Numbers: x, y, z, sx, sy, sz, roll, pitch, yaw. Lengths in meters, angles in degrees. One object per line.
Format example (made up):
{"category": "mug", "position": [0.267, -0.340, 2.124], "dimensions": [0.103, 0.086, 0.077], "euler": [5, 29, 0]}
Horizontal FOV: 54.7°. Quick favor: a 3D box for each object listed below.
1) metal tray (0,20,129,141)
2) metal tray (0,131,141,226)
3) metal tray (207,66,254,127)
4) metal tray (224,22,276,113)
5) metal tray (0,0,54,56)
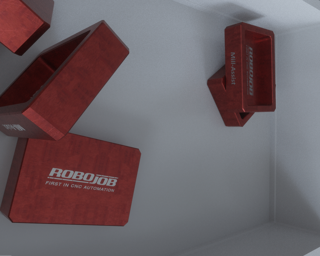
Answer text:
{"category": "metal tray", "position": [-0.093, -0.035, 0.260], "dimensions": [0.030, 0.130, 0.090], "euler": [47, 62, -30]}
{"category": "metal tray", "position": [-0.087, 0.054, 0.330], "dimensions": [0.131, 0.030, 0.090], "euler": [17, 79, -39]}
{"category": "metal tray", "position": [0.141, -0.073, 0.520], "dimensions": [0.131, 0.030, 0.090], "euler": [-43, 116, -32]}
{"category": "metal tray", "position": [0.142, -0.089, 0.481], "dimensions": [0.091, 0.030, 0.129], "euler": [-3, 92, -40]}
{"category": "metal tray", "position": [-0.128, -0.113, 0.235], "dimensions": [0.030, 0.130, 0.090], "euler": [-42, 122, 8]}
